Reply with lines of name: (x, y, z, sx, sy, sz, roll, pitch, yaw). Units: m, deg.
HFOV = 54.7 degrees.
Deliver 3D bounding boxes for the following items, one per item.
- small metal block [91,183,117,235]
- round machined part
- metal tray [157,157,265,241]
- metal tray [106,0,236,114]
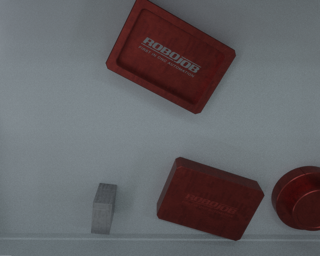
small metal block: (-0.079, 0.114, 0.439, 0.025, 0.050, 0.050, 7, 110, -3)
round machined part: (0.217, 0.107, 0.445, 0.099, 0.042, 0.097, 0, 110, -1)
metal tray: (0.070, 0.104, 0.448, 0.131, 0.030, 0.089, 18, 109, -7)
metal tray: (0.013, -0.085, 0.377, 0.131, 0.030, 0.089, 27, 108, -10)
